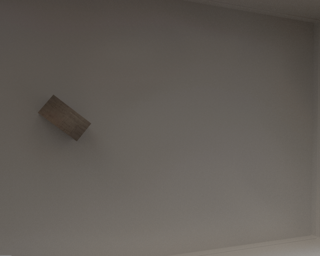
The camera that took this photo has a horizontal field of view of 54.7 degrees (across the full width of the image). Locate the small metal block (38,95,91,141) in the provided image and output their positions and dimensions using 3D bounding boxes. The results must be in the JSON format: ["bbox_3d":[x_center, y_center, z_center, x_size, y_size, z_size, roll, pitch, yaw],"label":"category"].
[{"bbox_3d":[-0.111,-0.011,0.357,0.050,0.050,0.025,40,77,-16],"label":"small metal block"}]
